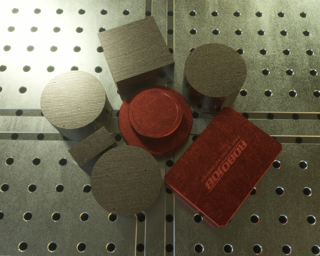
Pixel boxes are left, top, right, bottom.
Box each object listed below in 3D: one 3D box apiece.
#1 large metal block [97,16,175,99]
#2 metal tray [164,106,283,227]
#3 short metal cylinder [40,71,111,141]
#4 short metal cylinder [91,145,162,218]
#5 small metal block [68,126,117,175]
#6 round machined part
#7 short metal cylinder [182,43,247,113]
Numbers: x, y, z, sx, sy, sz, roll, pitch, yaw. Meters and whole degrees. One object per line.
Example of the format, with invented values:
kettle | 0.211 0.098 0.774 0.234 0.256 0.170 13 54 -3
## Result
large metal block | -0.033 -0.098 0.434 0.080 0.050 0.080 -20 71 -7
metal tray | 0.079 0.047 0.391 0.090 0.030 0.130 39 74 13
short metal cylinder | -0.108 -0.028 0.407 0.081 0.050 0.080 0 70 0
short metal cylinder | -0.038 0.066 0.373 0.081 0.050 0.080 0 70 0
small metal block | -0.080 0.029 0.386 0.050 0.050 0.025 -36 74 -12
round machined part | -0.006 -0.013 0.407 0.099 0.042 0.098 0 70 0
short metal cylinder | 0.072 -0.067 0.423 0.081 0.050 0.080 0 70 0
